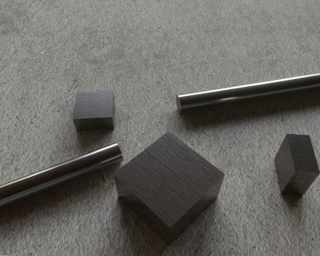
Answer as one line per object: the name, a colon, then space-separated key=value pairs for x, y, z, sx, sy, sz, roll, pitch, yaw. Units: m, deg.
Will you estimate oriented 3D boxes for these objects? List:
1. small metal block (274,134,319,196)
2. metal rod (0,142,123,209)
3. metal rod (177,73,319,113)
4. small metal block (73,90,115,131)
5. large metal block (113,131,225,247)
small metal block: x=0.154 y=0.042 z=0.354 sx=0.025 sy=0.050 sz=0.050 roll=4 pitch=50 yaw=3
metal rod: x=-0.185 y=0.079 z=0.333 sx=0.302 sy=0.025 sz=0.025 roll=-20 pitch=53 yaw=-17
metal rod: x=0.173 y=-0.059 z=0.454 sx=0.302 sy=0.025 sz=0.025 roll=-10 pitch=51 yaw=-9
small metal block: x=-0.088 y=-0.024 z=0.422 sx=0.050 sy=0.025 sz=0.050 roll=-3 pitch=50 yaw=-3
large metal block: x=0.009 y=0.063 z=0.334 sx=0.080 sy=0.050 sz=0.080 roll=-37 pitch=60 yaw=-27
